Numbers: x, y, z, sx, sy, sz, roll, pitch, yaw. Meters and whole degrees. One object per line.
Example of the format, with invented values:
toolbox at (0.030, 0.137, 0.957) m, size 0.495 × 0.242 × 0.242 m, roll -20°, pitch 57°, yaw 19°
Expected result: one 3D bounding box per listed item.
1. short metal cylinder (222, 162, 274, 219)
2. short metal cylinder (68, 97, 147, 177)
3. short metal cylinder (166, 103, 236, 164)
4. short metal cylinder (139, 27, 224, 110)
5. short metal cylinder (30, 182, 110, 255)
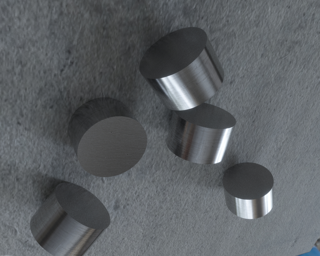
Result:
short metal cylinder at (0.148, 0.104, 0.519) m, size 0.080 × 0.080 × 0.050 m, roll -26°, pitch 128°, yaw -13°
short metal cylinder at (-0.062, 0.011, 0.364) m, size 0.081 × 0.050 × 0.079 m, roll -14°, pitch 125°, yaw -21°
short metal cylinder at (0.052, 0.004, 0.404) m, size 0.081 × 0.080 × 0.050 m, roll -3°, pitch 120°, yaw -27°
short metal cylinder at (0.024, -0.066, 0.345) m, size 0.080 × 0.080 × 0.050 m, roll -39°, pitch 130°, yaw -2°
short metal cylinder at (-0.109, 0.113, 0.383) m, size 0.080 × 0.080 × 0.050 m, roll 33°, pitch 100°, yaw -39°
